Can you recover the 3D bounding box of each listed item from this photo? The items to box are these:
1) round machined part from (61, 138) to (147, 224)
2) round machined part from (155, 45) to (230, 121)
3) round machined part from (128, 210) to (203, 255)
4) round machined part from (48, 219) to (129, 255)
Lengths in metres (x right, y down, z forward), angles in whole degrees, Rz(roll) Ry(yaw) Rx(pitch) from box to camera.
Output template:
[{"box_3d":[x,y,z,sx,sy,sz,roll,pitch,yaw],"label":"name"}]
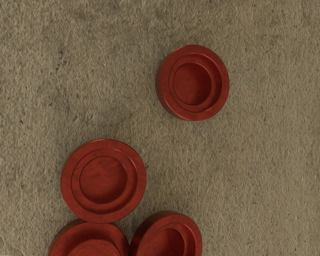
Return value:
[{"box_3d":[-0.069,0.061,0.374,0.099,0.042,0.097,0,90,-20],"label":"round machined part"},{"box_3d":[0.040,-0.058,0.414,0.099,0.042,0.097,0,90,-20],"label":"round machined part"},{"box_3d":[0.003,0.153,0.394,0.099,0.042,0.097,0,90,-33],"label":"round machined part"},{"box_3d":[-0.083,0.160,0.370,0.099,0.042,0.097,0,90,-20],"label":"round machined part"}]
